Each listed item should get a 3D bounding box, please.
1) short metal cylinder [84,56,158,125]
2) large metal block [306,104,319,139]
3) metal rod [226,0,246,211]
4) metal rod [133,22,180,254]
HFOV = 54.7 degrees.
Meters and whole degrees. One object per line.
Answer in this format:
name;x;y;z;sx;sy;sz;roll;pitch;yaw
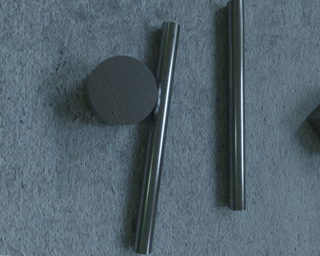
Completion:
short metal cylinder;-0.049;-0.043;0.377;0.081;0.050;0.079;0;90;-20
large metal block;0.303;-0.011;0.507;0.080;0.050;0.080;-42;104;-15
metal rod;0.111;-0.032;0.449;0.025;0.025;0.298;-1;90;-20
metal rod;-0.004;0.011;0.407;0.025;0.025;0.298;8;87;-20
